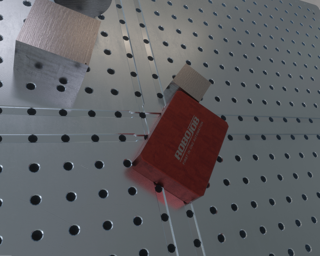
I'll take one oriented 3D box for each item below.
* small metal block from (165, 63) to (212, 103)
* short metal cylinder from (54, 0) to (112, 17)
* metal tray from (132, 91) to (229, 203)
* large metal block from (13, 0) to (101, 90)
[{"bbox_3d":[0.043,-0.063,0.470,0.050,0.025,0.050,38,51,-3],"label":"small metal block"},{"bbox_3d":[-0.110,-0.204,0.438,0.081,0.080,0.050,5,60,-26],"label":"short metal cylinder"},{"bbox_3d":[0.032,0.021,0.410,0.090,0.030,0.130,34,51,-6],"label":"metal tray"},{"bbox_3d":[-0.127,-0.105,0.388,0.081,0.050,0.080,18,55,-18],"label":"large metal block"}]
